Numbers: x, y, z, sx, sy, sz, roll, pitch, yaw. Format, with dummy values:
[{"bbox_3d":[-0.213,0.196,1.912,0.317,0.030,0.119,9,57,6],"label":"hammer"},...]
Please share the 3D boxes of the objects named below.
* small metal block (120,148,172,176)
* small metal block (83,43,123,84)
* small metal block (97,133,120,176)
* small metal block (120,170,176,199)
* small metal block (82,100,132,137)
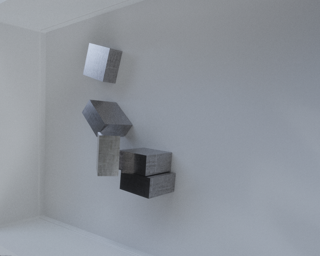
[{"bbox_3d":[-0.020,0.043,0.405,0.050,0.050,0.025,6,95,39],"label":"small metal block"},{"bbox_3d":[-0.089,-0.100,0.478,0.050,0.025,0.050,24,105,37],"label":"small metal block"},{"bbox_3d":[-0.068,0.032,0.401,0.050,0.025,0.050,-165,78,-76],"label":"small metal block"},{"bbox_3d":[-0.016,0.069,0.401,0.050,0.050,0.025,8,96,39],"label":"small metal block"},{"bbox_3d":[-0.077,-0.013,0.451,0.025,0.050,0.050,-53,58,27],"label":"small metal block"}]
